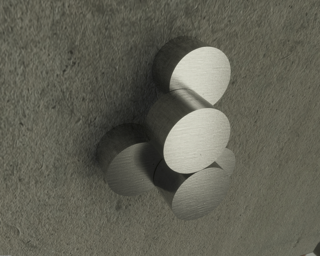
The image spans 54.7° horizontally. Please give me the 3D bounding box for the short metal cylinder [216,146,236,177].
[{"bbox_3d":[0.063,0.049,0.456,0.081,0.050,0.079,-14,124,-21],"label":"short metal cylinder"}]

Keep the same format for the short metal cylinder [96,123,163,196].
[{"bbox_3d":[-0.036,0.040,0.397,0.081,0.050,0.079,-14,124,-21],"label":"short metal cylinder"}]

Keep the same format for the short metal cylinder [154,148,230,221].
[{"bbox_3d":[0.039,0.068,0.390,0.081,0.050,0.079,-14,124,-21],"label":"short metal cylinder"}]

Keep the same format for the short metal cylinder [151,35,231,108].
[{"bbox_3d":[0.036,-0.065,0.372,0.081,0.050,0.079,-14,124,-21],"label":"short metal cylinder"}]

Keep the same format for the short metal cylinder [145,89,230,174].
[{"bbox_3d":[0.030,0.003,0.344,0.081,0.050,0.079,-14,124,-21],"label":"short metal cylinder"}]
